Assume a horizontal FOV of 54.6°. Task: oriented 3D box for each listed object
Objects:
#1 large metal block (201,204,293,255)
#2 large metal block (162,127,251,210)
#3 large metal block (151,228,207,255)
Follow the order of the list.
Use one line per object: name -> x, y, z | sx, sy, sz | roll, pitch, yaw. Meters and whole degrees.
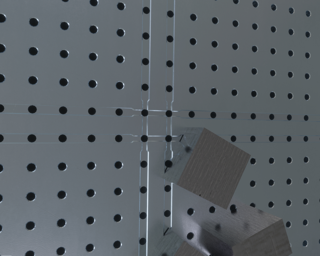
large metal block -> 0.116, 0.153, 0.426 | 0.081, 0.080, 0.050 | -21, 97, -19
large metal block -> 0.063, 0.053, 0.422 | 0.080, 0.050, 0.080 | 30, 80, -18
large metal block -> 0.027, 0.195, 0.409 | 0.080, 0.050, 0.080 | 41, 77, -16
